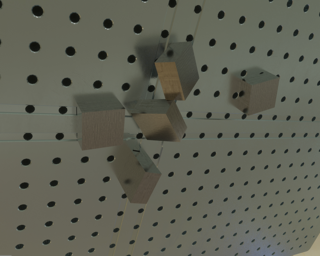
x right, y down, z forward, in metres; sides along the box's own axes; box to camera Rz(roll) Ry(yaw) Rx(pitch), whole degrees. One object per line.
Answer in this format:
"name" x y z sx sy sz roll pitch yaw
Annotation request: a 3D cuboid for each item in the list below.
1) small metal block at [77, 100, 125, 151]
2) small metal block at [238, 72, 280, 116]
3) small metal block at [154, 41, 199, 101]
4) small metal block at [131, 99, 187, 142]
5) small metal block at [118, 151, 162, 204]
"small metal block" -0.071 -0.004 0.371 0.050 0.025 0.050 -7 122 -25
"small metal block" 0.146 -0.051 0.462 0.050 0.025 0.050 -17 125 -19
"small metal block" 0.022 -0.067 0.365 0.050 0.025 0.050 -57 140 -41
"small metal block" 0.000 -0.009 0.388 0.025 0.050 0.050 -63 140 -34
"small metal block" -0.029 0.067 0.422 0.025 0.050 0.050 13 112 -34
